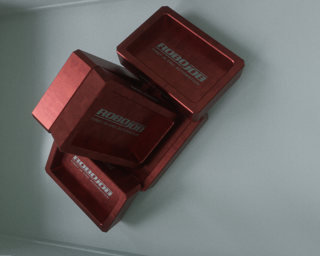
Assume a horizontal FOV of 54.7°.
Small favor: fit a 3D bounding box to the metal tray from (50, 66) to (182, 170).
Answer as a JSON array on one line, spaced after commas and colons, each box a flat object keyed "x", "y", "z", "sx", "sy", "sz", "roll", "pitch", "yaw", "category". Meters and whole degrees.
[{"x": -0.044, "y": -0.004, "z": 0.355, "sx": 0.090, "sy": 0.131, "sz": 0.030, "roll": -52, "pitch": 51, "yaw": 12, "category": "metal tray"}]

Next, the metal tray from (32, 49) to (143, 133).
[{"x": -0.079, "y": -0.037, "z": 0.379, "sx": 0.030, "sy": 0.130, "sz": 0.090, "roll": 42, "pitch": 103, "yaw": 15, "category": "metal tray"}]

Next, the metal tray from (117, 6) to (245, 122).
[{"x": 0.024, "y": -0.081, "z": 0.379, "sx": 0.130, "sy": 0.030, "sz": 0.090, "roll": 41, "pitch": 77, "yaw": 15, "category": "metal tray"}]

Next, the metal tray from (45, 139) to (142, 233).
[{"x": -0.095, "y": 0.067, "z": 0.420, "sx": 0.130, "sy": 0.030, "sz": 0.089, "roll": 41, "pitch": 127, "yaw": 14, "category": "metal tray"}]

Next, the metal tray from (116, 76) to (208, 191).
[{"x": -0.011, "y": 0.006, "z": 0.409, "sx": 0.090, "sy": 0.030, "sz": 0.130, "roll": 41, "pitch": 102, "yaw": 15, "category": "metal tray"}]
